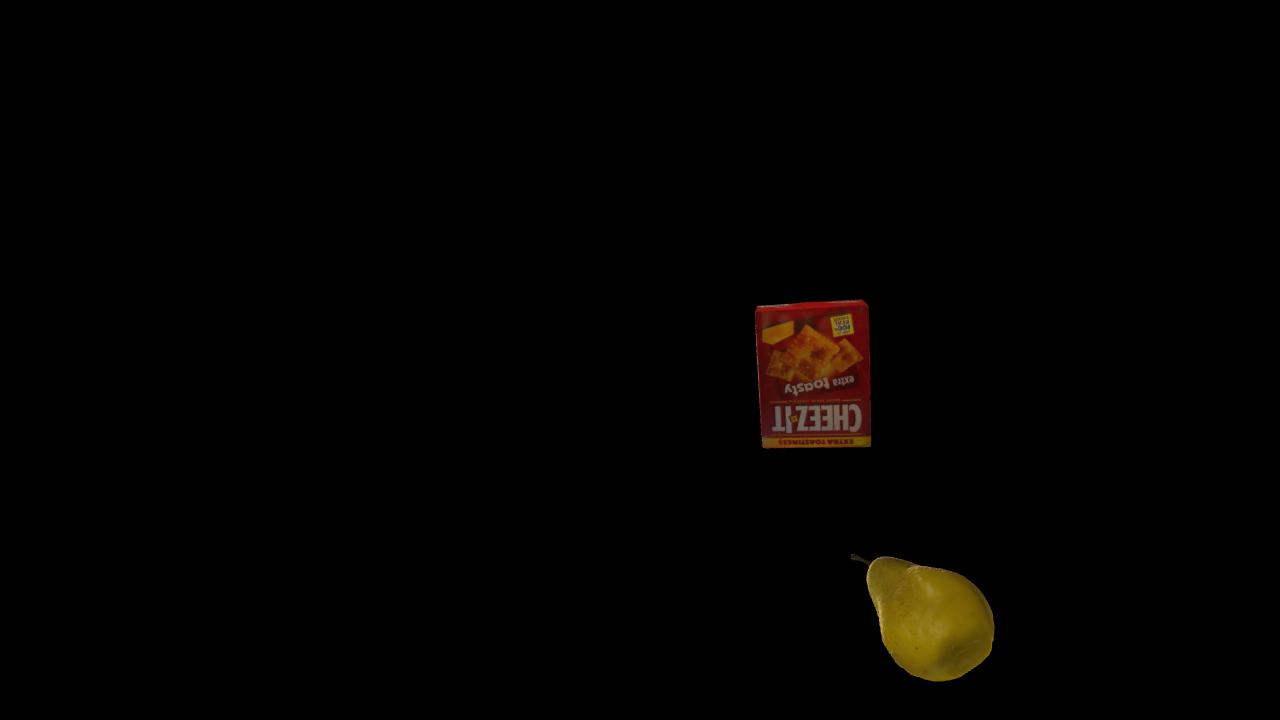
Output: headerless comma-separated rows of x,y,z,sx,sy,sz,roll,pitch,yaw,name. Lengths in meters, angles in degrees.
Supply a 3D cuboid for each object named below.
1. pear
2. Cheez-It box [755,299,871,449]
0.208,0.180,0.465,0.080,0.080,0.111,0,28,-15,pear
0.267,0.023,0.952,0.166,0.223,0.071,-2,12,15,Cheez-It box
